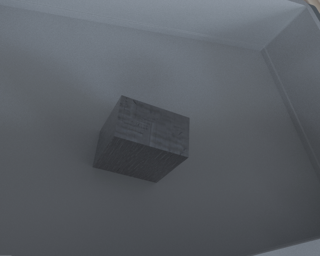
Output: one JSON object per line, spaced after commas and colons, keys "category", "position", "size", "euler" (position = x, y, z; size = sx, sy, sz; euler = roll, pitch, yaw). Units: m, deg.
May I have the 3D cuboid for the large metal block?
{"category": "large metal block", "position": [-0.022, 0.017, 0.350], "size": [0.081, 0.080, 0.050], "euler": [17, 55, -19]}
